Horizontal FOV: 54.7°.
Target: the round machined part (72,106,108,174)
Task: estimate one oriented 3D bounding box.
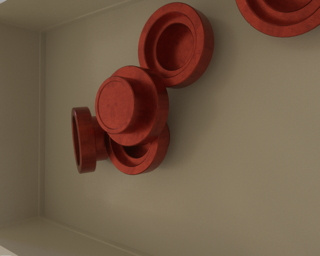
[{"bbox_3d":[-0.103,0.016,0.460,0.098,0.042,0.097,174,90,-69],"label":"round machined part"}]

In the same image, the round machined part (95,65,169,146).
[{"bbox_3d":[-0.041,-0.027,0.373,0.098,0.042,0.097,0,90,39],"label":"round machined part"}]

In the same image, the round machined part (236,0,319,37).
[{"bbox_3d":[0.120,-0.136,0.280,0.098,0.042,0.097,26,133,32],"label":"round machined part"}]

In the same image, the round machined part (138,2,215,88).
[{"bbox_3d":[0.023,-0.096,0.375,0.098,0.042,0.097,0,90,39],"label":"round machined part"}]

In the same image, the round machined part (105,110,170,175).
[{"bbox_3d":[-0.026,0.012,0.415,0.098,0.042,0.097,0,90,39],"label":"round machined part"}]
